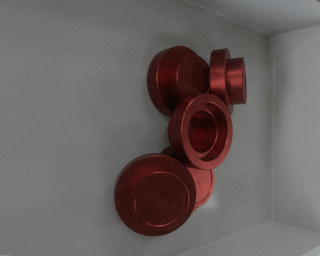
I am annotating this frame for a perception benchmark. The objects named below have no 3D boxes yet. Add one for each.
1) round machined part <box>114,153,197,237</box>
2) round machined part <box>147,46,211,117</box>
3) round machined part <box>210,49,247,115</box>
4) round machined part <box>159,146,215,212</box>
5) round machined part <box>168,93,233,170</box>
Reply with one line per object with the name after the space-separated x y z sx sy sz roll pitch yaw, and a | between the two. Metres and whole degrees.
-0.004 0.081 0.365 0.099 0.042 0.097 -1 94 -11 | round machined part
0.034 -0.063 0.423 0.099 0.042 0.097 0 90 -40 | round machined part
0.103 -0.068 0.455 0.098 0.042 0.097 -3 90 -71 | round machined part
0.038 0.072 0.427 0.099 0.042 0.097 0 90 -40 | round machined part
0.049 0.005 0.408 0.099 0.042 0.097 0 90 -40 | round machined part
